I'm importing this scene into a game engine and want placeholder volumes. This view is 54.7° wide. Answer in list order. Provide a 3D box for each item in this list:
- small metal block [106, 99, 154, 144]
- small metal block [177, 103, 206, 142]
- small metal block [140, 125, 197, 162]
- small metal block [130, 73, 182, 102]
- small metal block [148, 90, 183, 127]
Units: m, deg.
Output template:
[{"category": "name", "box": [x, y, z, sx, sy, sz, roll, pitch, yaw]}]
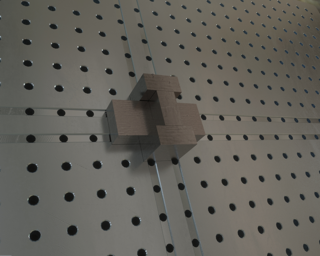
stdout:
[{"category": "small metal block", "box": [-0.037, -0.007, 0.393, 0.050, 0.025, 0.050, 0, 62, -28]}, {"category": "small metal block", "box": [0.030, -0.007, 0.430, 0.050, 0.025, 0.050, 1, 61, -28]}, {"category": "small metal block", "box": [0.010, 0.020, 0.386, 0.050, 0.050, 0.025, 1, 62, -28]}, {"category": "small metal block", "box": [-0.007, -0.047, 0.418, 0.050, 0.050, 0.025, 1, 62, -28]}, {"category": "small metal block", "box": [0.002, -0.013, 0.402, 0.025, 0.050, 0.050, 1, 62, -28]}]
